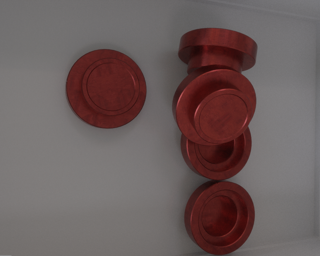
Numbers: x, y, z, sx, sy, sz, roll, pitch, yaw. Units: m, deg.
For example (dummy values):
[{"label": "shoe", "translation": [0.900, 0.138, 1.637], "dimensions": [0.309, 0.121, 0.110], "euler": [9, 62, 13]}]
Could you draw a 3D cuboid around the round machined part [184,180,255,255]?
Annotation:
[{"label": "round machined part", "translation": [0.078, 0.120, 0.430], "dimensions": [0.099, 0.042, 0.097], "euler": [0, 90, -20]}]

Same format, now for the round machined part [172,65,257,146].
[{"label": "round machined part", "translation": [0.067, -0.021, 0.360], "dimensions": [0.099, 0.042, 0.097], "euler": [-5, 118, -10]}]

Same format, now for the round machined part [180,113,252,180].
[{"label": "round machined part", "translation": [0.073, 0.020, 0.428], "dimensions": [0.099, 0.042, 0.097], "euler": [0, 90, -20]}]

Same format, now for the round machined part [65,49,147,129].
[{"label": "round machined part", "translation": [-0.063, -0.048, 0.378], "dimensions": [0.099, 0.042, 0.097], "euler": [0, 90, -20]}]

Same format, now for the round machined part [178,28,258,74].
[{"label": "round machined part", "translation": [0.071, -0.086, 0.397], "dimensions": [0.099, 0.098, 0.042], "euler": [12, 83, -20]}]
